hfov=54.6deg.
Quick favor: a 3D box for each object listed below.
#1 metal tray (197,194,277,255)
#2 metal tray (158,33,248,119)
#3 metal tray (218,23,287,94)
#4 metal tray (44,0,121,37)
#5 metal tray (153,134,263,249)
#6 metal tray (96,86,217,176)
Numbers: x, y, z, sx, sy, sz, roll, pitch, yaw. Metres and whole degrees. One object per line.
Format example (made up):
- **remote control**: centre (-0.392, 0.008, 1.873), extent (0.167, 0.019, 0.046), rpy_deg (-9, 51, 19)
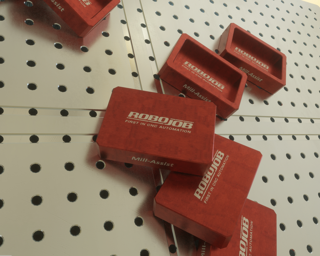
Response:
- **metal tray**: centre (0.091, 0.146, 0.364), extent (0.090, 0.030, 0.130), rpy_deg (25, 53, -13)
- **metal tray**: centre (0.071, -0.084, 0.493), extent (0.130, 0.030, 0.090), rpy_deg (32, 52, -8)
- **metal tray**: centre (0.172, -0.129, 0.575), extent (0.131, 0.030, 0.090), rpy_deg (27, 52, -11)
- **metal tray**: centre (-0.128, -0.204, 0.436), extent (0.130, 0.030, 0.090), rpy_deg (45, 49, -19)
- **metal tray**: centre (0.061, 0.065, 0.375), extent (0.090, 0.030, 0.130), rpy_deg (23, 49, 16)
- **metal tray**: centre (-0.001, 0.002, 0.375), extent (0.131, 0.030, 0.090), rpy_deg (10, 55, 1)
